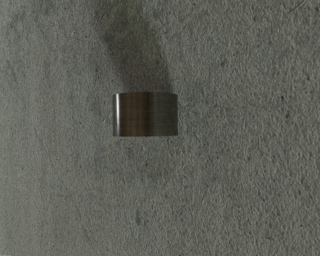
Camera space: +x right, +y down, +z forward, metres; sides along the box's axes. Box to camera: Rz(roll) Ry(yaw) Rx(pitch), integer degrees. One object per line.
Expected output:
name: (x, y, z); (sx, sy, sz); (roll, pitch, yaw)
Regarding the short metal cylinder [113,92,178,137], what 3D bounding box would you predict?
short metal cylinder: (-0.018, -0.015, 0.384); (0.080, 0.081, 0.050); (-1, 90, 39)
